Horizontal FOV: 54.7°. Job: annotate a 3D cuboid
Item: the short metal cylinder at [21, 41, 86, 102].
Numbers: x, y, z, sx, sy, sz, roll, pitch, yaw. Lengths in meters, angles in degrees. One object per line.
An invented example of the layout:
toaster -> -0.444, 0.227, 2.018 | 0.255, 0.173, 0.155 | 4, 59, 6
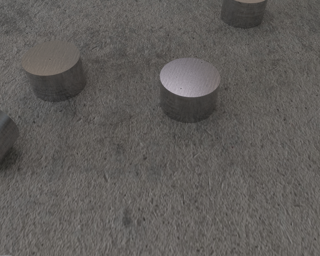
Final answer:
short metal cylinder -> -0.154, -0.084, 0.457 | 0.080, 0.050, 0.080 | 0, 50, 0

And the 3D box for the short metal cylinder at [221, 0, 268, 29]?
short metal cylinder -> 0.158, -0.231, 0.582 | 0.080, 0.050, 0.080 | 0, 50, 0

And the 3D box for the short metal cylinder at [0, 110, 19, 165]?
short metal cylinder -> -0.214, 0.010, 0.357 | 0.080, 0.080, 0.050 | 10, 51, 8

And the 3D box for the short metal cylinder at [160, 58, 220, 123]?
short metal cylinder -> 0.040, -0.053, 0.432 | 0.080, 0.050, 0.080 | 0, 50, 0
